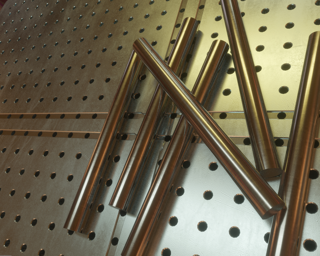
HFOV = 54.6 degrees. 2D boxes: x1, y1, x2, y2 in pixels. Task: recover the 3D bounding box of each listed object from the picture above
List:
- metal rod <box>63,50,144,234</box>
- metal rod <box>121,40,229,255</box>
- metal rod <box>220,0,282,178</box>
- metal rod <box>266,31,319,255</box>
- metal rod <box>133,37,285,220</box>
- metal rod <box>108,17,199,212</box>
[{"bbox_3d":[-0.068,-0.003,0.447,0.025,0.025,0.300,3,63,30],"label":"metal rod"},{"bbox_3d":[0.027,0.014,0.386,0.025,0.025,0.300,11,67,33],"label":"metal rod"},{"bbox_3d":[0.109,-0.080,0.400,0.025,0.025,0.300,-15,55,20],"label":"metal rod"},{"bbox_3d":[0.144,0.023,0.319,0.025,0.025,0.300,7,65,31],"label":"metal rod"},{"bbox_3d":[0.037,-0.024,0.371,0.025,0.025,0.300,-37,53,4],"label":"metal rod"},{"bbox_3d":[-0.001,-0.033,0.429,0.025,0.025,0.300,7,65,31],"label":"metal rod"}]
